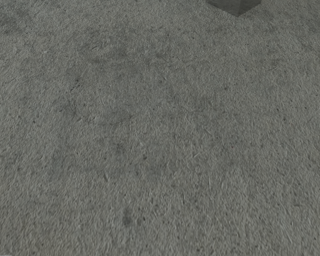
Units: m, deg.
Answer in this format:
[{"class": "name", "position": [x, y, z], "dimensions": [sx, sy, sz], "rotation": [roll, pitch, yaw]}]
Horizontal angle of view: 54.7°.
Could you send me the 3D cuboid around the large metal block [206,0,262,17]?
[{"class": "large metal block", "position": [0.151, -0.274, 0.618], "dimensions": [0.080, 0.050, 0.080], "rotation": [-37, 59, -27]}]
